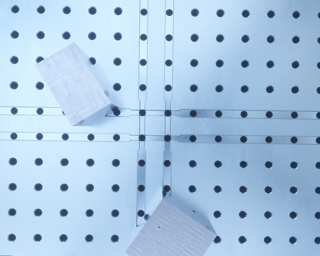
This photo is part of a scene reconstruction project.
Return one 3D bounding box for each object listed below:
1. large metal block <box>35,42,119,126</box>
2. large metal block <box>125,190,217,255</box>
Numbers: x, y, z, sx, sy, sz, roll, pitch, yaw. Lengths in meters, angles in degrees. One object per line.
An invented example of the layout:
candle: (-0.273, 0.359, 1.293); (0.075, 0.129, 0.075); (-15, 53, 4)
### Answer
large metal block: (-0.097, -0.049, 0.385); (0.050, 0.080, 0.080); (-31, 90, 0)
large metal block: (0.014, 0.141, 0.401); (0.080, 0.050, 0.080); (34, 90, -1)
